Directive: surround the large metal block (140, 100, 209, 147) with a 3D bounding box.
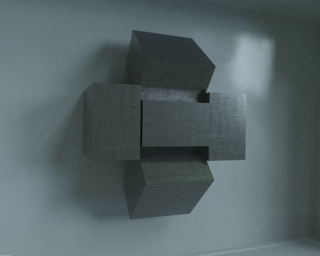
[{"bbox_3d":[0.005,-0.005,0.382,0.081,0.080,0.050,1,90,-20],"label":"large metal block"}]

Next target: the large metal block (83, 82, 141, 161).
[{"bbox_3d":[-0.058,-0.007,0.359,0.050,0.080,0.080,1,90,-20],"label":"large metal block"}]

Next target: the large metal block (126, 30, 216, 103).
[{"bbox_3d":[0.009,-0.075,0.376,0.081,0.080,0.050,2,127,-20],"label":"large metal block"}]

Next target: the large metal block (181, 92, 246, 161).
[{"bbox_3d":[0.067,-0.002,0.405,0.050,0.080,0.080,1,90,-20],"label":"large metal block"}]

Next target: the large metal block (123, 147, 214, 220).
[{"bbox_3d":[0.007,0.066,0.375,0.081,0.079,0.050,1,48,-21],"label":"large metal block"}]
